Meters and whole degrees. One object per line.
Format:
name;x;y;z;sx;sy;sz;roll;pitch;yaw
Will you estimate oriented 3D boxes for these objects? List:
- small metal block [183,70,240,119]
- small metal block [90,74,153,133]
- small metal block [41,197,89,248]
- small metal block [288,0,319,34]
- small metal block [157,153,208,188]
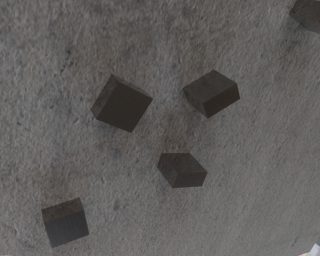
small metal block;0.066;-0.045;0.401;0.050;0.050;0.025;-31;129;-9
small metal block;-0.045;-0.028;0.366;0.050;0.025;0.050;24;105;-37
small metal block;-0.127;0.128;0.418;0.050;0.025;0.050;-15;125;-21
small metal block;0.213;-0.149;0.417;0.050;0.050;0.025;17;109;-36
small metal block;0.031;0.060;0.447;0.050;0.050;0.025;3;117;-30
